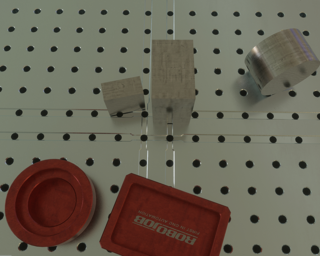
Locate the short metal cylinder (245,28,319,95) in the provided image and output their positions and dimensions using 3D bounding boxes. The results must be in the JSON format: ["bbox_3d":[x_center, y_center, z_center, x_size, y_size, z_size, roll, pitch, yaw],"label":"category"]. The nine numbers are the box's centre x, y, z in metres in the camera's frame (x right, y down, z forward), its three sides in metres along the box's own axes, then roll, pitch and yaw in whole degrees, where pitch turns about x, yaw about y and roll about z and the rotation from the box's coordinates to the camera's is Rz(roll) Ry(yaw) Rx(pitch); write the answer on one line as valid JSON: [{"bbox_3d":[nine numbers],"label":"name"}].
[{"bbox_3d":[0.162,-0.086,0.415,0.080,0.080,0.050,-20,71,-7],"label":"short metal cylinder"}]

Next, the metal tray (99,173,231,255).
[{"bbox_3d":[0.007,0.117,0.365,0.131,0.030,0.090,18,71,6],"label":"metal tray"}]

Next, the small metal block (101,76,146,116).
[{"bbox_3d":[-0.048,-0.042,0.413,0.050,0.050,0.025,-12,71,-4],"label":"small metal block"}]

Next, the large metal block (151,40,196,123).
[{"bbox_3d":[0.016,-0.057,0.404,0.050,0.080,0.080,0,70,0],"label":"large metal block"}]

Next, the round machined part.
[{"bbox_3d":[-0.125,0.089,0.369,0.099,0.042,0.098,0,70,0],"label":"round machined part"}]
